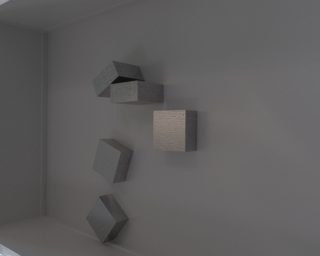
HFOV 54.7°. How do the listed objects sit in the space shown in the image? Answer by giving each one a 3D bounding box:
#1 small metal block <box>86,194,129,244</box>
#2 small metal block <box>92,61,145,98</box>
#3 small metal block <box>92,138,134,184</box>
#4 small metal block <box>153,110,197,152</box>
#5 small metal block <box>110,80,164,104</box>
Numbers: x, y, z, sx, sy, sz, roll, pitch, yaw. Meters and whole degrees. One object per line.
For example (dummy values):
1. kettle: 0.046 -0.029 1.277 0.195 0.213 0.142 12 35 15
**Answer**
1. small metal block: -0.081 0.138 0.474 0.050 0.025 0.050 46 118 30
2. small metal block: -0.059 -0.067 0.440 0.050 0.050 0.025 -36 68 34
3. small metal block: -0.072 0.048 0.466 0.050 0.025 0.050 26 106 37
4. small metal block: 0.019 0.003 0.391 0.050 0.025 0.050 1 91 40
5. small metal block: -0.031 -0.046 0.416 0.050 0.050 0.025 -1 90 40
